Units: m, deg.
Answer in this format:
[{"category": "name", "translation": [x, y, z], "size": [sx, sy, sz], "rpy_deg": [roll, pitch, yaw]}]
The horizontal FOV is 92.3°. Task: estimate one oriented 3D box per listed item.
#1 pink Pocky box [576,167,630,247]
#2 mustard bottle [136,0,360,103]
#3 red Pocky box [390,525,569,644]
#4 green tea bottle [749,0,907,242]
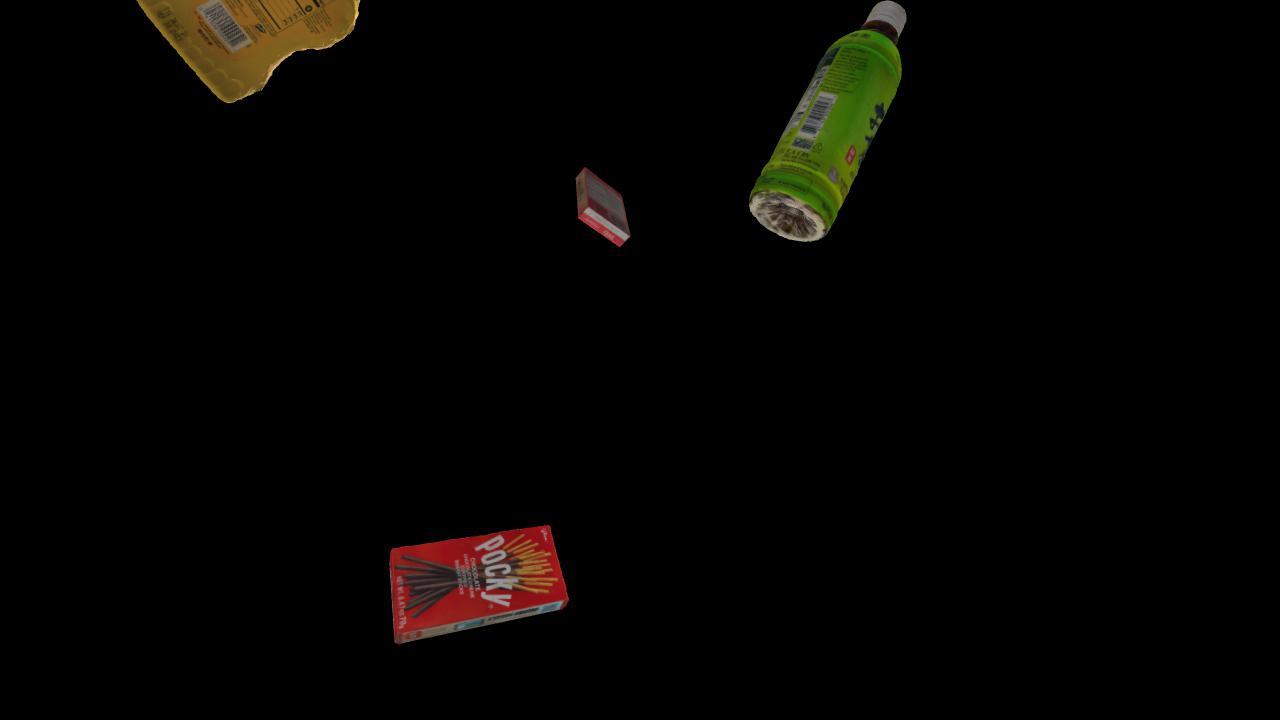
[{"category": "pink Pocky box", "translation": [-0.061, -0.247, 0.985], "size": [0.084, 0.029, 0.155], "rpy_deg": [32, 28, -29]}, {"category": "mustard bottle", "translation": [-0.277, -0.288, 0.483], "size": [0.184, 0.092, 0.054], "rpy_deg": [-35, 31, -7]}, {"category": "red Pocky box", "translation": [-0.151, 0.206, 0.578], "size": [0.155, 0.028, 0.083], "rpy_deg": [-2, 44, -26]}, {"category": "green tea bottle", "translation": [0.163, -0.202, 0.504], "size": [0.073, 0.212, 0.073], "rpy_deg": [27, -8, 4]}]
